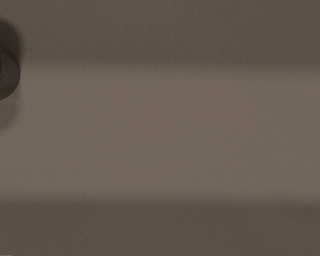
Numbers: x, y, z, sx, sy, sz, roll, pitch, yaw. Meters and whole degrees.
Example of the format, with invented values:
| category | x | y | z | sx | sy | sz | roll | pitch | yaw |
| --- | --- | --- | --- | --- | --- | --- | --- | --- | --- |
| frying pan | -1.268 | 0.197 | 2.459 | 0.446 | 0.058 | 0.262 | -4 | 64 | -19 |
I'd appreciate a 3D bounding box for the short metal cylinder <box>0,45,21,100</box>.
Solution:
| category | x | y | z | sx | sy | sz | roll | pitch | yaw |
| --- | --- | --- | --- | --- | --- | --- | --- | --- | --- |
| short metal cylinder | -0.230 | -0.075 | 0.396 | 0.081 | 0.050 | 0.079 | 0 | 90 | -1 |
